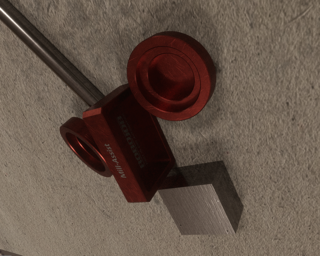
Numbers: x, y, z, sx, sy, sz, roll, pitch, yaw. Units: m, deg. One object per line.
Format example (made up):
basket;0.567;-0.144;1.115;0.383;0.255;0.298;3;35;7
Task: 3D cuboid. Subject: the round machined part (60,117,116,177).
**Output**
round machined part;-0.091;0.021;0.440;0.098;0.042;0.098;32;151;21

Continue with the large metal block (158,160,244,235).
large metal block;0.056;0.096;0.420;0.080;0.050;0.080;-14;111;33

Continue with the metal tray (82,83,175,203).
metal tray;-0.033;0.017;0.390;0.030;0.090;0.129;-11;113;33

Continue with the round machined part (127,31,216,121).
round machined part;0.016;-0.060;0.349;0.098;0.042;0.097;13;124;20

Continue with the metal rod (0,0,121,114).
metal rod;-0.152;-0.100;0.422;0.300;0.025;0.025;45;129;-4
